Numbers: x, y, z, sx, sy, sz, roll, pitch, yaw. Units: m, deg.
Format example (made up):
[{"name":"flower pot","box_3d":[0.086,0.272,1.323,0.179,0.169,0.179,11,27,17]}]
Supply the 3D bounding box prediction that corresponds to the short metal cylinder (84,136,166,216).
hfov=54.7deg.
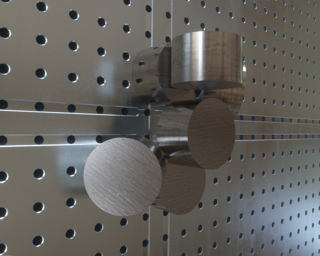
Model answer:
[{"name":"short metal cylinder","box_3d":[-0.035,0.048,0.336,0.050,0.080,0.079,-16,104,-84]}]

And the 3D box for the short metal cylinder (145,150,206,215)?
[{"name":"short metal cylinder","box_3d":[0.014,0.067,0.403,0.081,0.050,0.079,-1,92,-40]}]

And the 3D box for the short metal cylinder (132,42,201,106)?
[{"name":"short metal cylinder","box_3d":[0.012,-0.069,0.402,0.081,0.050,0.079,-1,91,-40]}]

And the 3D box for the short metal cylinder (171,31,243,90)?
[{"name":"short metal cylinder","box_3d":[0.053,-0.073,0.350,0.081,0.080,0.050,0,90,-40]}]

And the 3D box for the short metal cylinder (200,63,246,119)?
[{"name":"short metal cylinder","box_3d":[0.084,-0.055,0.434,0.050,0.080,0.080,8,83,1]}]

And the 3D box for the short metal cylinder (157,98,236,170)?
[{"name":"short metal cylinder","box_3d":[0.043,0.006,0.362,0.081,0.050,0.079,0,90,-40]}]
